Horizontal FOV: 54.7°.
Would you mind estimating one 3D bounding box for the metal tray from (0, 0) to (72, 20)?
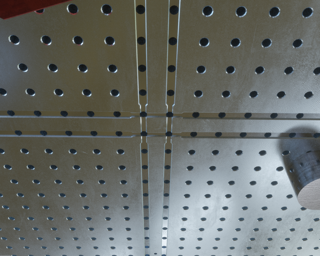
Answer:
[{"bbox_3d":[-0.129,-0.169,0.263,0.090,0.030,0.129,-12,129,9],"label":"metal tray"}]

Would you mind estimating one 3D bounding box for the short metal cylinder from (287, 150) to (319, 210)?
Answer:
[{"bbox_3d":[0.240,0.079,0.464,0.081,0.050,0.079,0,130,0],"label":"short metal cylinder"}]
